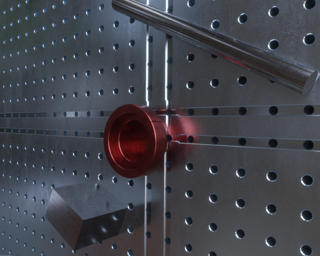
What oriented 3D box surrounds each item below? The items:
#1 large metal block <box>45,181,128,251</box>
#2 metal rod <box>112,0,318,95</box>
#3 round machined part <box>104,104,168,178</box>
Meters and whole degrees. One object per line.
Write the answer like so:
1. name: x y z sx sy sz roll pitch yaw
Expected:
1. large metal block: -0.110 0.126 0.465 0.080 0.081 0.050 30 109 36
2. metal rod: 0.040 -0.114 0.376 0.300 0.025 0.025 35 112 34
3. round machined part: -0.029 0.017 0.422 0.098 0.042 0.097 0 90 40
